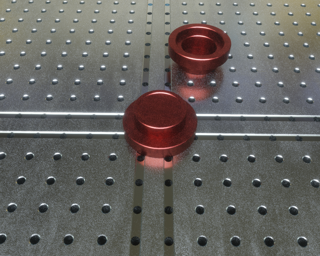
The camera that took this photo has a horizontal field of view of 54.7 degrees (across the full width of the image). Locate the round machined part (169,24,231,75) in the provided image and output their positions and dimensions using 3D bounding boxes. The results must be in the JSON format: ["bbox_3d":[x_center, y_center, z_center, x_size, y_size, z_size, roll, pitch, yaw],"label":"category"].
[{"bbox_3d":[0.063,-0.124,0.502,0.099,0.042,0.098,0,50,0],"label":"round machined part"}]

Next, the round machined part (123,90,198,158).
[{"bbox_3d":[0.000,-0.013,0.407,0.099,0.042,0.098,0,50,0],"label":"round machined part"}]
